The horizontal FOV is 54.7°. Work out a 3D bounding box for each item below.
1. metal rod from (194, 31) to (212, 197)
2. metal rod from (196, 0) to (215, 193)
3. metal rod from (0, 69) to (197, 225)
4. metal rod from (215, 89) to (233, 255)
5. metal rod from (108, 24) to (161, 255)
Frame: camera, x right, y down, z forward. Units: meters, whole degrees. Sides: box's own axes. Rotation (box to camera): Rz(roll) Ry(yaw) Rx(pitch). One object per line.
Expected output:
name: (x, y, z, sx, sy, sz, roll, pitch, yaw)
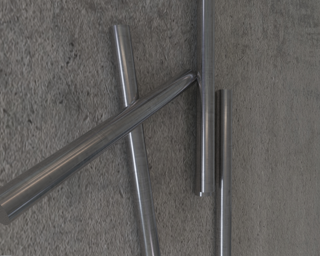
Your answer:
metal rod: (0.067, -0.050, 0.459, 0.025, 0.025, 0.298, 2, 89, -40)
metal rod: (0.064, -0.062, 0.434, 0.025, 0.025, 0.298, 1, 89, -40)
metal rod: (-0.036, -0.007, 0.327, 0.302, 0.025, 0.025, -40, 115, -48)
metal rod: (0.101, 0.090, 0.488, 0.025, 0.025, 0.298, 1, 90, -40)
metal rod: (-0.029, 0.028, 0.380, 0.025, 0.025, 0.298, -13, 98, -39)
